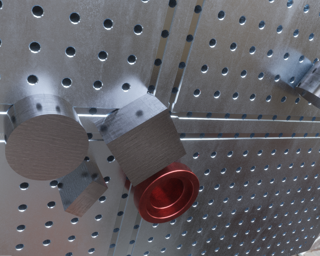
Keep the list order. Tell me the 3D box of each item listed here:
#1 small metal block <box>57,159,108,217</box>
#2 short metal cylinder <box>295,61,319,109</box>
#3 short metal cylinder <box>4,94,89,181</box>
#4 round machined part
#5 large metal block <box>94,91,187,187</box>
[{"bbox_3d":[-0.098,0.073,0.388,0.050,0.050,0.025,-47,130,5],"label":"small metal block"},{"bbox_3d":[0.262,-0.061,0.485,0.080,0.080,0.050,29,102,-38],"label":"short metal cylinder"},{"bbox_3d":[-0.123,0.009,0.334,0.081,0.050,0.079,-14,125,-21],"label":"short metal cylinder"},{"bbox_3d":[0.006,0.091,0.462,0.099,0.042,0.097,-14,125,-21],"label":"round machined part"},{"bbox_3d":[-0.023,0.014,0.393,0.080,0.050,0.080,-31,129,-9],"label":"large metal block"}]
